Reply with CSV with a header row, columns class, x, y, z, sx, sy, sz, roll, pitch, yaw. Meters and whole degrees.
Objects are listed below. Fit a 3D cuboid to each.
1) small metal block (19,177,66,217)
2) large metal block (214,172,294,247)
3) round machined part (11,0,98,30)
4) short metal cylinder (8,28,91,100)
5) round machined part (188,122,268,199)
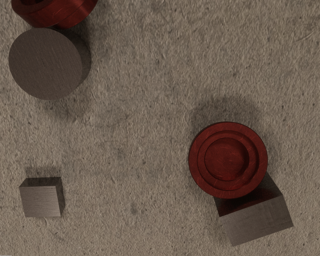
class,x,y,z,sx,sy,sz,roll,pitch,yaw
small metal block,-0.168,0.099,0.444,0.050,0.025,0.050,-2,110,0
large metal block,0.120,0.102,0.420,0.080,0.080,0.050,-22,109,7
round machined part,-0.104,-0.144,0.327,0.098,0.098,0.042,-32,144,10
short metal cylinder,-0.127,-0.078,0.366,0.081,0.050,0.079,0,110,-1
round machined part,0.086,0.040,0.407,0.099,0.042,0.097,0,92,3
